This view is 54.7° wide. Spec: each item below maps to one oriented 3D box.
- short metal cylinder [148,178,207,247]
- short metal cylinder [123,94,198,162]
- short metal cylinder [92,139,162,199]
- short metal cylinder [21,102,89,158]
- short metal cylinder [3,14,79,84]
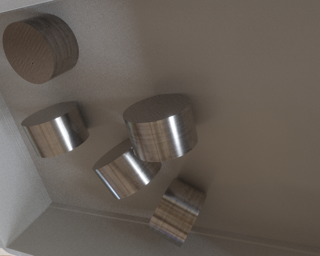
[{"bbox_3d":[0.025,0.116,0.431,0.050,0.080,0.079,27,128,11],"label":"short metal cylinder"},{"bbox_3d":[0.001,-0.002,0.370,0.080,0.080,0.050,0,118,28],"label":"short metal cylinder"},{"bbox_3d":[-0.045,0.052,0.427,0.080,0.080,0.050,-25,105,36],"label":"short metal cylinder"},{"bbox_3d":[-0.151,0.001,0.451,0.080,0.080,0.050,-3,117,29],"label":"short metal cylinder"},{"bbox_3d":[-0.156,-0.104,0.408,0.080,0.050,0.079,13,124,20],"label":"short metal cylinder"}]
